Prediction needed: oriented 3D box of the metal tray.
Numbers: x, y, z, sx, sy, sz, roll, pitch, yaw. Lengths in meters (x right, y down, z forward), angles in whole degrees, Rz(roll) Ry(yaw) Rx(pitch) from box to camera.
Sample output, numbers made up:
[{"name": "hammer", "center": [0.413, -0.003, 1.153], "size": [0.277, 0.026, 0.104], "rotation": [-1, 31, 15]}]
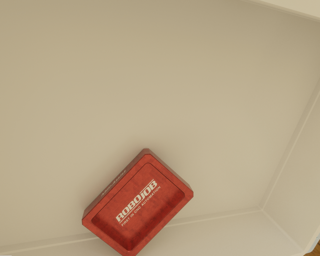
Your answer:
[{"name": "metal tray", "center": [-0.030, 0.104, 0.426], "size": [0.090, 0.030, 0.130], "rotation": [43, 93, -12]}]
